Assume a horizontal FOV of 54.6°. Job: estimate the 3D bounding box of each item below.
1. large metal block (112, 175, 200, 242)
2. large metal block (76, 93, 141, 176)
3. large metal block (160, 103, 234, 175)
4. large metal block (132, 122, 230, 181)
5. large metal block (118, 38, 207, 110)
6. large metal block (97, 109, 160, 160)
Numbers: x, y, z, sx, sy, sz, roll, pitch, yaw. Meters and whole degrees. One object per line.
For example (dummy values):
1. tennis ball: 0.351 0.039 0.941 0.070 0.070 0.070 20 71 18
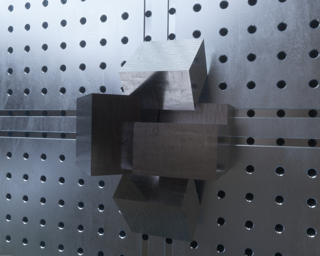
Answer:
1. large metal block: 0.000 0.091 0.378 0.080 0.050 0.080 2 136 20
2. large metal block: -0.060 0.006 0.343 0.050 0.080 0.080 1 91 -25
3. large metal block: 0.045 0.011 0.383 0.080 0.050 0.080 3 91 20
4. large metal block: 0.026 0.020 0.321 0.080 0.080 0.050 2 91 20
5. large metal block: 0.008 -0.066 0.373 0.080 0.080 0.050 2 129 20
6. large metal block: -0.035 0.006 0.412 0.080 0.050 0.080 7 93 20
